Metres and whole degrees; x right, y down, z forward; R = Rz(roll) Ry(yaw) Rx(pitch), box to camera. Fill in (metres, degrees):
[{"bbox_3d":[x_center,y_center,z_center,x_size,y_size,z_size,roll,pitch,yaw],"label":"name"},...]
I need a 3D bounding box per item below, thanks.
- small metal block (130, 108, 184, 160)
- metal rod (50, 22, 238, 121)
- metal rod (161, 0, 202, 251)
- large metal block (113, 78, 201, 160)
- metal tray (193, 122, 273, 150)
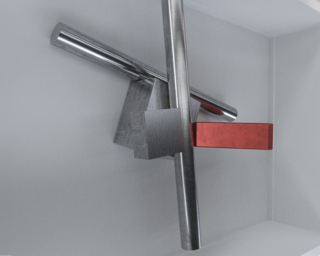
[{"bbox_3d":[-0.003,0.005,0.339,0.050,0.025,0.050,-9,95,-40],"label":"small metal block"},{"bbox_3d":[0.005,-0.059,0.411,0.302,0.025,0.025,19,78,-39],"label":"metal rod"},{"bbox_3d":[0.026,-0.006,0.363,0.025,0.025,0.298,-8,96,-40],"label":"metal rod"},{"bbox_3d":[-0.002,-0.008,0.389,0.080,0.050,0.080,23,76,-38],"label":"large metal block"},{"bbox_3d":[0.102,0.009,0.416,0.130,0.090,0.030,1,90,-72],"label":"metal tray"}]
